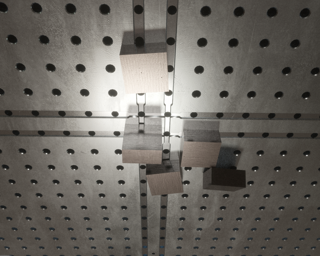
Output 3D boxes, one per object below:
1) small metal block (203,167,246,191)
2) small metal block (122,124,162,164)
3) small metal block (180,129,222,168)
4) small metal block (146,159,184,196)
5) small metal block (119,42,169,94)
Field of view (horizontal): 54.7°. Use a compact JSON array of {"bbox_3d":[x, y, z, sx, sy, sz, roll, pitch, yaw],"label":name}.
[{"bbox_3d":[0.095,0.078,0.465,0.050,0.025,0.050,6,161,-5],"label":"small metal block"},{"bbox_3d":[-0.023,0.021,0.413,0.050,0.050,0.025,2,130,-2],"label":"small metal block"},{"bbox_3d":[0.056,0.029,0.438,0.050,0.025,0.050,2,130,-2],"label":"small metal block"},{"bbox_3d":[0.008,0.077,0.477,0.050,0.025,0.050,-7,130,5],"label":"small metal block"},{"bbox_3d":[-0.016,-0.068,0.354,0.050,0.025,0.050,-3,130,2],"label":"small metal block"}]
